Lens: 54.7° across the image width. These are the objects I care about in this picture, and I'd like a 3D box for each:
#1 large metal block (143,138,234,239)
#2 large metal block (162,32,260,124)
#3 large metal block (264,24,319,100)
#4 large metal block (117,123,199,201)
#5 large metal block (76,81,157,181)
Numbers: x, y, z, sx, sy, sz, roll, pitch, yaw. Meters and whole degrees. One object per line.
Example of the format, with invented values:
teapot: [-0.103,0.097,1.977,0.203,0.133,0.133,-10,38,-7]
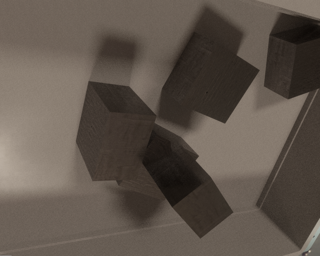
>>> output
large metal block: [0.033,0.071,0.372,0.050,0.080,0.080,-38,130,-3]
large metal block: [0.064,-0.061,0.391,0.080,0.050,0.080,19,108,-36]
large metal block: [0.203,-0.097,0.446,0.081,0.050,0.079,-19,126,-18]
large metal block: [-0.010,0.042,0.415,0.080,0.050,0.080,29,102,-38]
large metal block: [-0.053,0.002,0.346,0.050,0.080,0.079,4,117,-31]
